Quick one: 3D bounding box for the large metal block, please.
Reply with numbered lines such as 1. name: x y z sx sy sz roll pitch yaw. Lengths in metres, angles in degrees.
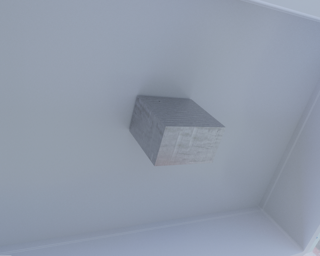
1. large metal block: 0.018 0.001 0.380 0.081 0.080 0.050 1 118 -29
